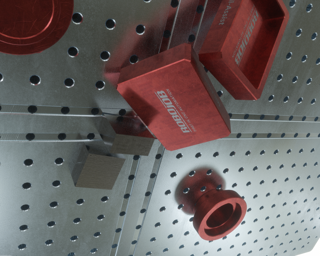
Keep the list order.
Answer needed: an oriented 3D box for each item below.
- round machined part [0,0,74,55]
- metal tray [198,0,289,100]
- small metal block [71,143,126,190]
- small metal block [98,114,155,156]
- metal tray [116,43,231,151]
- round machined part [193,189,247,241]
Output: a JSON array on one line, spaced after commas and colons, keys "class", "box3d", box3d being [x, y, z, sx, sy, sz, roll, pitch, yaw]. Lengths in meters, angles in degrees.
[{"class": "round machined part", "box3d": [-0.124, -0.110, 0.265, 0.099, 0.042, 0.097, -14, 124, -21]}, {"class": "metal tray", "box3d": [0.102, -0.109, 0.359, 0.090, 0.030, 0.130, 37, 70, -39]}, {"class": "small metal block", "box3d": [-0.079, 0.050, 0.399, 0.050, 0.025, 0.050, 13, 112, -34]}, {"class": "small metal block", "box3d": [-0.042, 0.008, 0.377, 0.050, 0.050, 0.025, 8, 114, -32]}, {"class": "metal tray", "box3d": [0.021, -0.029, 0.372, 0.090, 0.030, 0.130, -17, 134, 24]}, {"class": "round machined part", "box3d": [0.100, 0.147, 0.545, 0.099, 0.042, 0.097, -14, 124, -21]}]
